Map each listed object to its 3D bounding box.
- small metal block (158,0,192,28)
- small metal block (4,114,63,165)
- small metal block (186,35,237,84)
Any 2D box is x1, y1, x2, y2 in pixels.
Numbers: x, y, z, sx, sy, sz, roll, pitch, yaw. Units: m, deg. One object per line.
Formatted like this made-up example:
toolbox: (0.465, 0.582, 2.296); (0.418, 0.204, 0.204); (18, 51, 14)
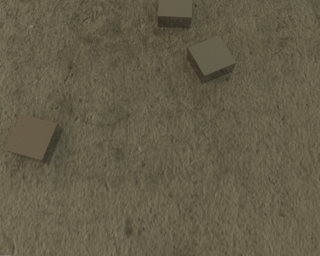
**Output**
small metal block: (0.023, -0.183, 0.475); (0.050, 0.025, 0.050); (3, 70, 1)
small metal block: (-0.162, 0.015, 0.401); (0.050, 0.025, 0.050); (15, 71, 5)
small metal block: (0.073, -0.098, 0.445); (0.050, 0.025, 0.050); (-24, 72, -9)
